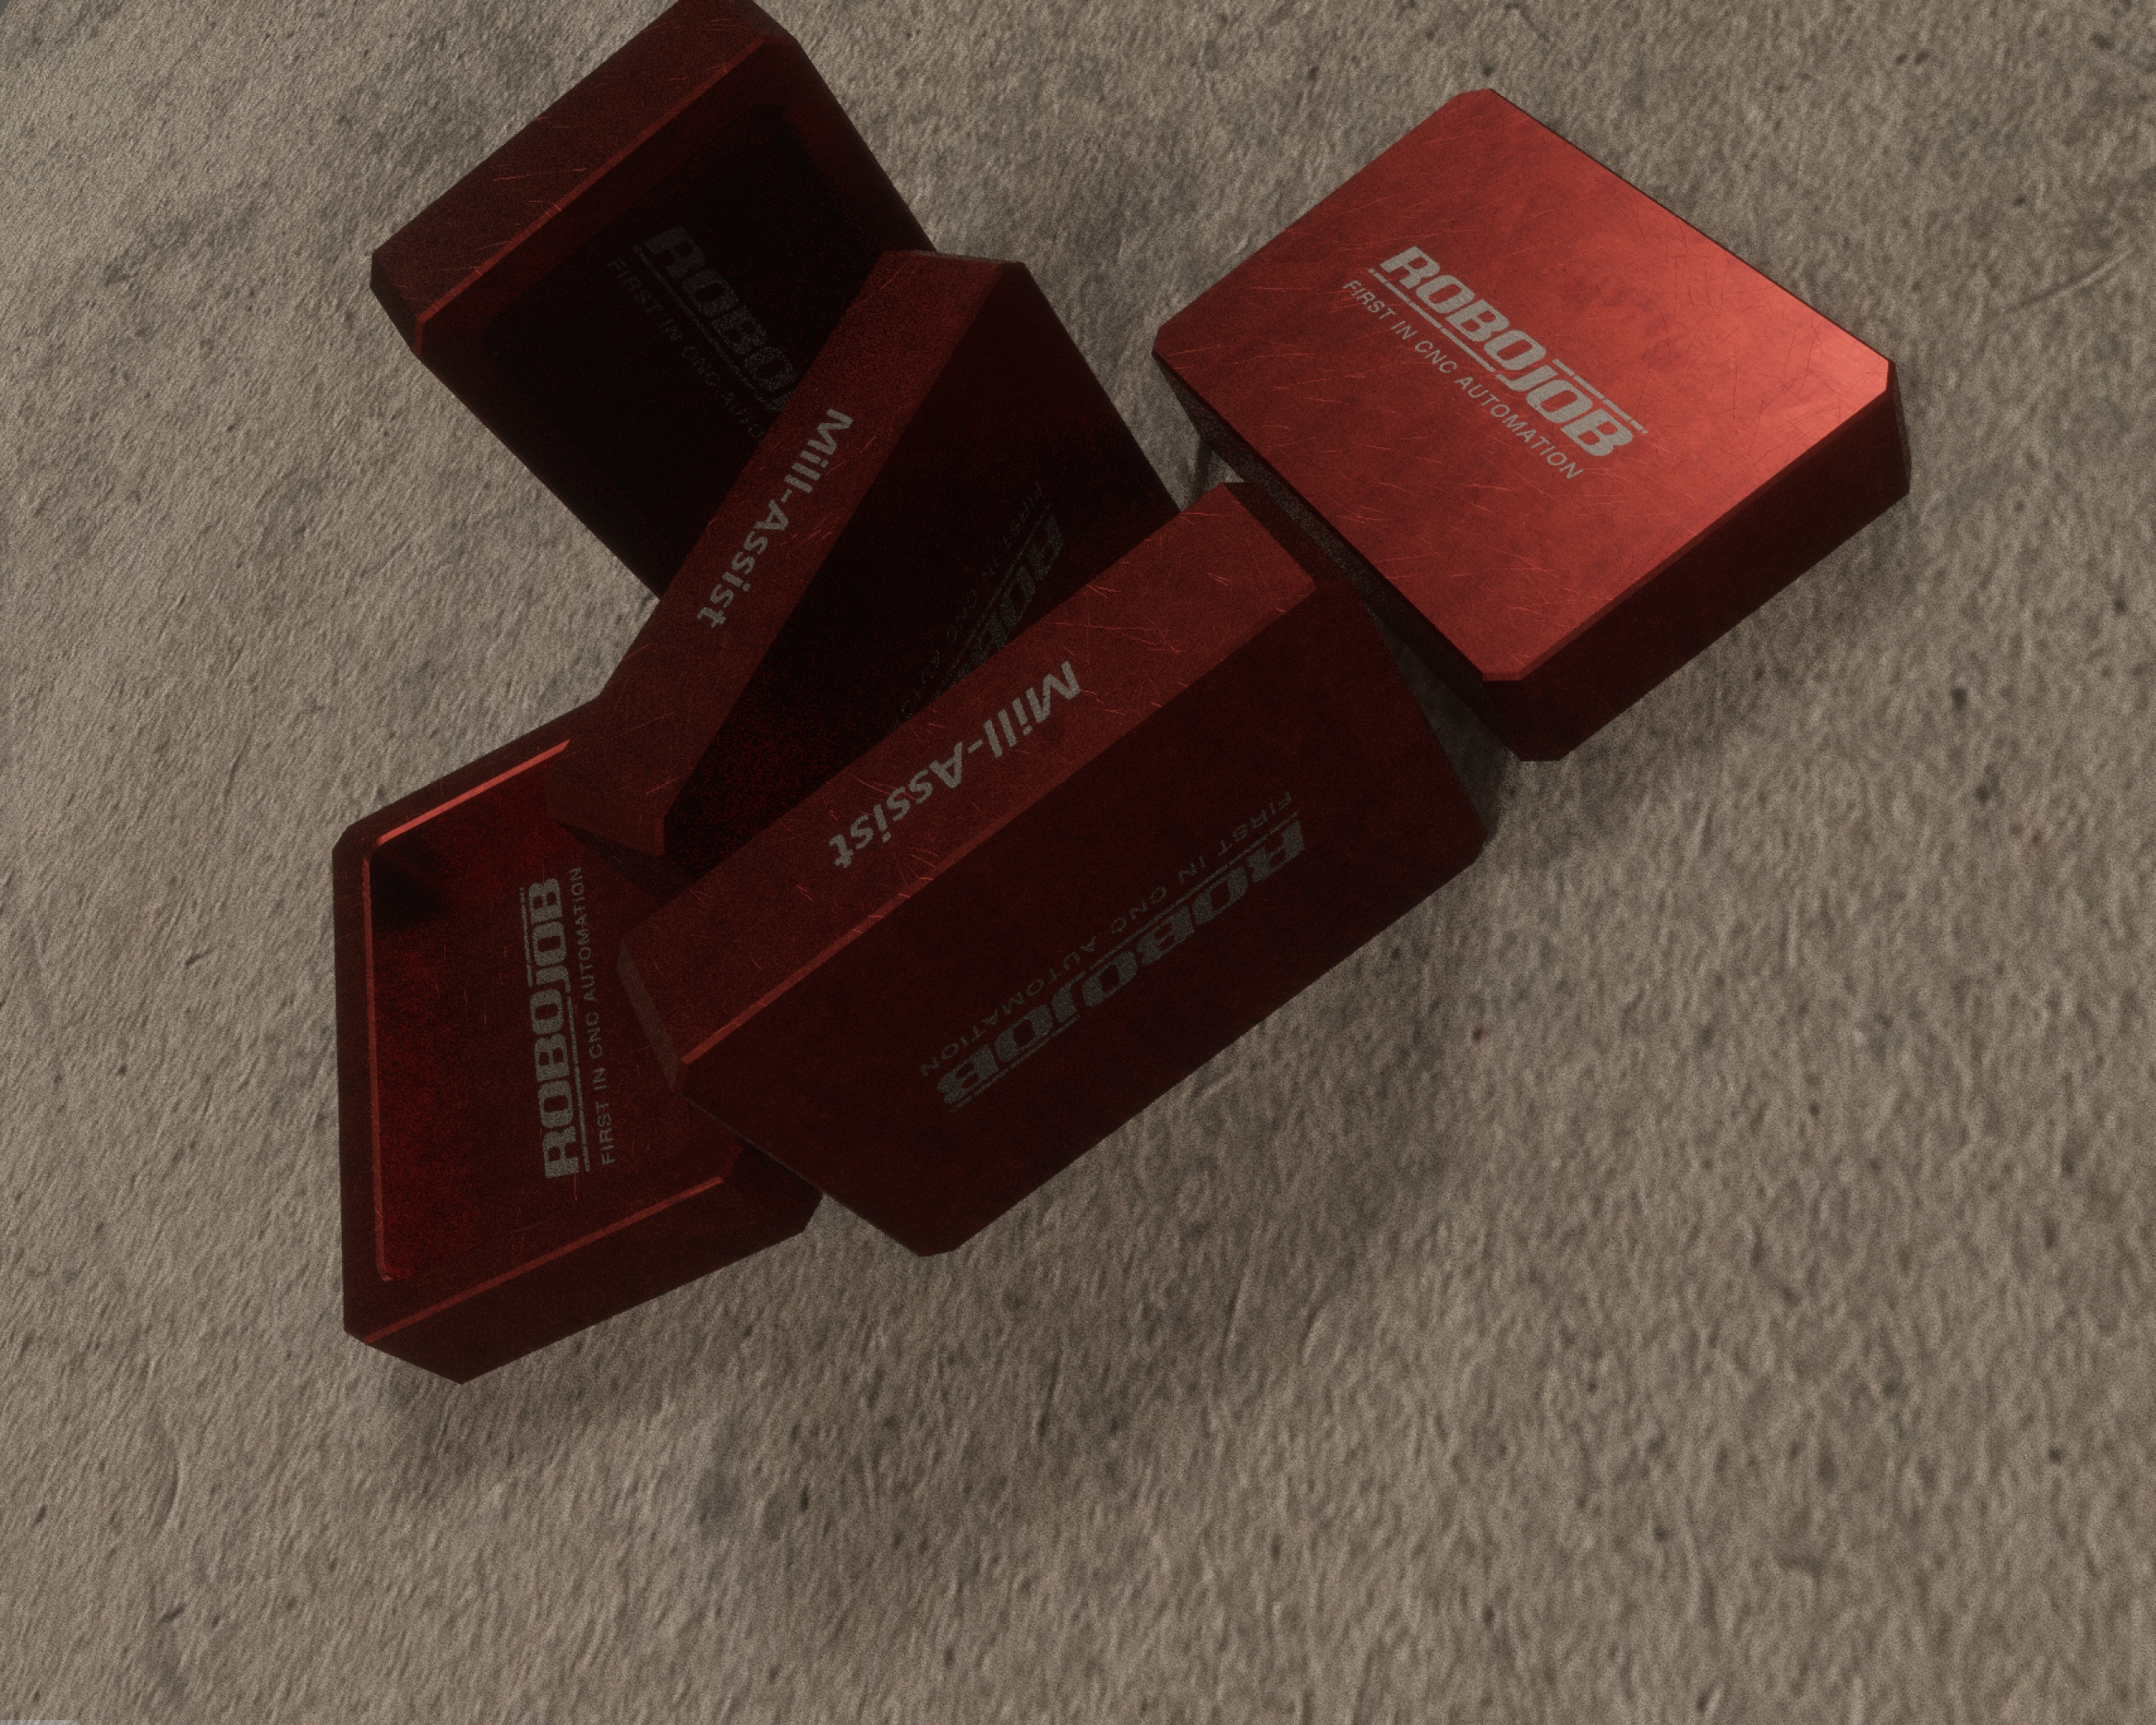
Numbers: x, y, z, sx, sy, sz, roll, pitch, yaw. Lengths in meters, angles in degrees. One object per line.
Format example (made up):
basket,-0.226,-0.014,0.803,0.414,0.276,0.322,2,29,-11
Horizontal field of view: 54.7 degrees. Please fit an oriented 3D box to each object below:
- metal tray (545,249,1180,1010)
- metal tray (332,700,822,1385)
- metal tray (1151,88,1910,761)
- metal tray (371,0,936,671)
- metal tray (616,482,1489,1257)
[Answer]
metal tray,-0.035,-0.041,0.405,0.030,0.090,0.130,18,71,35
metal tray,-0.109,0.031,0.438,0.090,0.030,0.130,-25,53,12
metal tray,0.085,-0.091,0.412,0.090,0.030,0.130,-38,51,2
metal tray,-0.068,-0.101,0.434,0.090,0.130,0.030,-40,52,1
metal tray,0.000,0.006,0.359,0.130,0.090,0.030,-37,51,3
